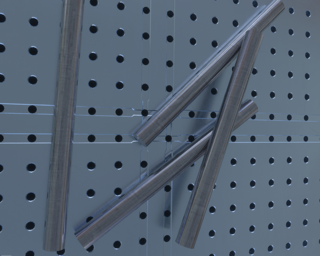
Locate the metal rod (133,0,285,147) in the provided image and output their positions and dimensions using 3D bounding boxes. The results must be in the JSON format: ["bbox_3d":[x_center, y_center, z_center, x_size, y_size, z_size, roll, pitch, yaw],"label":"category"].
[{"bbox_3d":[0.078,-0.086,0.440,0.301,0.025,0.025,-45,104,-15],"label":"metal rod"}]

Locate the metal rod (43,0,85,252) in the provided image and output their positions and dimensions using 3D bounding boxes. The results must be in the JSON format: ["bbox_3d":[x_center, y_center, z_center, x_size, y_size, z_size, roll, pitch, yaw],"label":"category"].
[{"bbox_3d":[-0.115,-0.008,0.370,0.025,0.025,0.298,5,88,-20],"label":"metal rod"}]

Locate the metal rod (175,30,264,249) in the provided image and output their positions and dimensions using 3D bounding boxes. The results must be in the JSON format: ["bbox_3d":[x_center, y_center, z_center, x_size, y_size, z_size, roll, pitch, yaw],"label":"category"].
[{"bbox_3d":[0.082,0.009,0.414,0.025,0.025,0.299,22,83,-19],"label":"metal rod"}]

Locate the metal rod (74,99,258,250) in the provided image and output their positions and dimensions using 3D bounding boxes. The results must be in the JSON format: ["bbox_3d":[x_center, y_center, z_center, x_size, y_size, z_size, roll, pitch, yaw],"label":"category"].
[{"bbox_3d":[0.020,0.052,0.419,0.301,0.025,0.025,-36,102,-16],"label":"metal rod"}]
